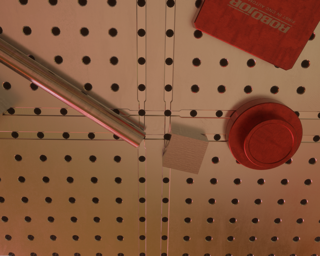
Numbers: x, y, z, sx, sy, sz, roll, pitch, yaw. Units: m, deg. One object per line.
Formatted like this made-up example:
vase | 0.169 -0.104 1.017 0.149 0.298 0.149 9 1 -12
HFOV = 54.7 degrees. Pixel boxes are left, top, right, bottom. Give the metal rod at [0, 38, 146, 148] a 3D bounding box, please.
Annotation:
metal rod | -0.149 -0.065 0.387 0.301 0.025 0.025 33 107 -12

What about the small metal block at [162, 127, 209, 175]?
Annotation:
small metal block | 0.034 0.031 0.425 0.050 0.025 0.050 14 109 -6

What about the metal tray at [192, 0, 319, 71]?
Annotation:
metal tray | 0.115 -0.135 0.363 0.131 0.030 0.089 22 108 -9

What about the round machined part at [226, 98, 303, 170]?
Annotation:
round machined part | 0.141 0.013 0.411 0.099 0.042 0.097 0 110 -1

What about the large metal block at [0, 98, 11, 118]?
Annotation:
large metal block | -0.257 -0.022 0.388 0.080 0.050 0.080 -39 106 13
